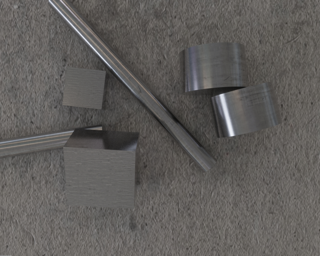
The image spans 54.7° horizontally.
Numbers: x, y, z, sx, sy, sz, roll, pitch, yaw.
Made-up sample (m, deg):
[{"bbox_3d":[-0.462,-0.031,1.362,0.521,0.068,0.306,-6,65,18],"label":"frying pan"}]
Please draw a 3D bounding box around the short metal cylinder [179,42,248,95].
[{"bbox_3d":[0.066,-0.070,0.383,0.080,0.080,0.050,-4,90,0],"label":"short metal cylinder"}]

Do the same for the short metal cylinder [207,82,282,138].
[{"bbox_3d":[0.104,-0.022,0.383,0.080,0.080,0.050,-14,91,0],"label":"short metal cylinder"}]

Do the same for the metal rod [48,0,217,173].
[{"bbox_3d":[-0.035,-0.059,0.409,0.025,0.025,0.300,-43,90,0],"label":"metal rod"}]

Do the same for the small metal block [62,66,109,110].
[{"bbox_3d":[-0.097,-0.051,0.409,0.050,0.025,0.050,7,90,0],"label":"small metal block"}]

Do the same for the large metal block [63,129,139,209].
[{"bbox_3d":[-0.069,0.050,0.383,0.080,0.050,0.079,3,114,0],"label":"large metal block"}]

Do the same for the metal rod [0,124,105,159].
[{"bbox_3d":[-0.223,0.030,0.408,0.302,0.025,0.025,-9,90,0],"label":"metal rod"}]
